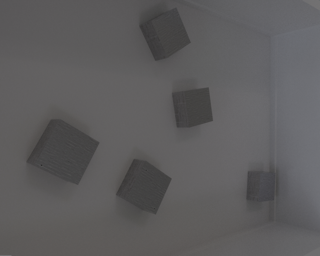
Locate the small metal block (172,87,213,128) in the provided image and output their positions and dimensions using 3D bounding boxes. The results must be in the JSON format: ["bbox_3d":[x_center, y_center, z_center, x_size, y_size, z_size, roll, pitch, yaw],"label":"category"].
[{"bbox_3d":[0.047,-0.030,0.446,0.050,0.025,0.050,-15,99,-39],"label":"small metal block"}]

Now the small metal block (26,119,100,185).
[{"bbox_3d":[-0.100,0.025,0.323,0.050,0.025,0.050,37,68,-34],"label":"small metal block"}]

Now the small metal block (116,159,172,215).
[{"bbox_3d":[-0.019,0.074,0.390,0.050,0.025,0.050,40,66,-33],"label":"small metal block"}]

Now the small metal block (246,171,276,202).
[{"bbox_3d":[0.183,0.105,0.560,0.050,0.025,0.050,7,86,-40],"label":"small metal block"}]

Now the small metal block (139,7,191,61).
[{"bbox_3d":[0.008,-0.125,0.413,0.050,0.025,0.050,-40,115,-33],"label":"small metal block"}]
